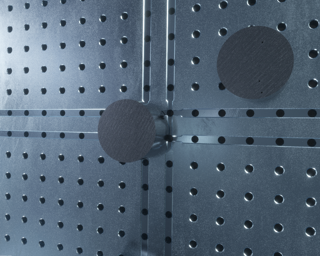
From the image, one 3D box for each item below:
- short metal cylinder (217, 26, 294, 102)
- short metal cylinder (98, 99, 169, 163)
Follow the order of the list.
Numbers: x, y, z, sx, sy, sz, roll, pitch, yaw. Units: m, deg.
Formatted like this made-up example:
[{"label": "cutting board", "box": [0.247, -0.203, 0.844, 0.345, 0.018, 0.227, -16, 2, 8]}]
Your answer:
[{"label": "short metal cylinder", "box": [0.111, -0.071, 0.360, 0.080, 0.050, 0.079, 0, 90, 20]}, {"label": "short metal cylinder", "box": [-0.034, 0.003, 0.411, 0.080, 0.050, 0.079, 0, 90, 20]}]
